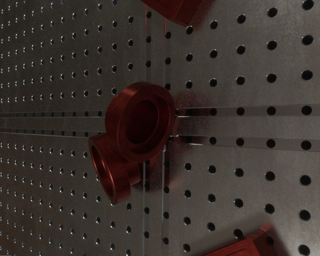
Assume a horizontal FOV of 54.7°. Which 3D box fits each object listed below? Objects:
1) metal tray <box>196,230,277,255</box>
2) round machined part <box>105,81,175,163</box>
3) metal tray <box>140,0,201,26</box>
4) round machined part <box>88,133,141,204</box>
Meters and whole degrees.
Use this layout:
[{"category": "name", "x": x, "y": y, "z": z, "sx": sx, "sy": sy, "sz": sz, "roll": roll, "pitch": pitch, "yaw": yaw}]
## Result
[{"category": "metal tray", "x": 0.076, "y": 0.179, "z": 0.341, "sx": 0.130, "sy": 0.030, "sz": 0.090, "roll": -38, "pitch": 67, "yaw": 33}, {"category": "round machined part", "x": -0.029, "y": -0.010, "z": 0.384, "sx": 0.042, "sy": 0.099, "sz": 0.097, "roll": 22, "pitch": 104, "yaw": 38}, {"category": "metal tray", "x": 0.005, "y": -0.202, "z": 0.399, "sx": 0.130, "sy": 0.030, "sz": 0.089, "roll": 45, "pitch": 117, "yaw": 30}, {"category": "round machined part", "x": -0.061, "y": 0.051, "z": 0.427, "sx": 0.098, "sy": 0.042, "sz": 0.097, "roll": 48, "pitch": 150, "yaw": 42}]
